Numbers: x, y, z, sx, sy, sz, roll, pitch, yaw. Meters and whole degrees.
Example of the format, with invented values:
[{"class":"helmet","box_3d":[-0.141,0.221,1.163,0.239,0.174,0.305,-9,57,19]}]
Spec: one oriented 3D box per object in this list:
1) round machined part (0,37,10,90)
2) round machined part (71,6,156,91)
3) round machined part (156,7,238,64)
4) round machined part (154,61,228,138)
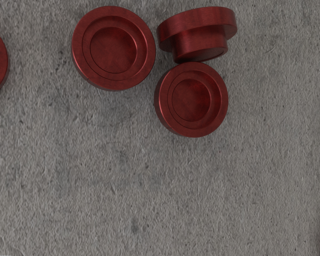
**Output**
[{"class":"round machined part","box_3d":[-0.213,-0.073,0.321,0.099,0.042,0.097,0,90,-20]},{"class":"round machined part","box_3d":[-0.058,-0.093,0.378,0.099,0.042,0.097,0,90,-20]},{"class":"round machined part","box_3d":[0.047,-0.109,0.386,0.099,0.098,0.042,-9,88,-20]},{"class":"round machined part","box_3d":[0.038,-0.036,0.414,0.099,0.042,0.097,0,90,-20]}]
